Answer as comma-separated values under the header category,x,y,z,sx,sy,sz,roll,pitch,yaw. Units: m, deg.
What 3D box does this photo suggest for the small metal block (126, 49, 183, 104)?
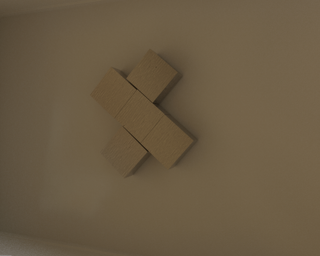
category,x,y,z,sx,sy,sz,roll,pitch,yaw
small metal block,-0.007,-0.067,0.410,0.050,0.025,0.050,43,102,14

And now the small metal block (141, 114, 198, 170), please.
category,x,y,z,sx,sy,sz,roll,pitch,yaw
small metal block,0.012,0.018,0.404,0.050,0.025,0.050,43,103,15

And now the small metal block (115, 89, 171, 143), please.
category,x,y,z,sx,sy,sz,roll,pitch,yaw
small metal block,-0.023,-0.015,0.416,0.050,0.025,0.050,43,103,15

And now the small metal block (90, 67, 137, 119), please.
category,x,y,z,sx,sy,sz,roll,pitch,yaw
small metal block,-0.060,-0.048,0.429,0.050,0.025,0.050,43,103,15

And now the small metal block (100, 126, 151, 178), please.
category,x,y,z,sx,sy,sz,roll,pitch,yaw
small metal block,-0.045,0.032,0.425,0.050,0.025,0.050,45,104,14
